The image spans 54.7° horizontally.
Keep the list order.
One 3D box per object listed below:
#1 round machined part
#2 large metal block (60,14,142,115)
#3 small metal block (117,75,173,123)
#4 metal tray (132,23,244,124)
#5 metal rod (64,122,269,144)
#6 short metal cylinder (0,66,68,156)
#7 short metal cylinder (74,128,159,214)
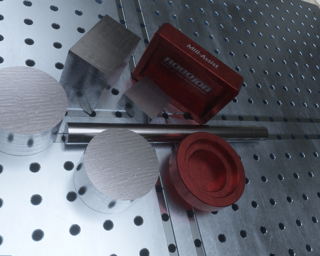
[{"bbox_3d":[0.055,0.057,0.392,0.099,0.042,0.098,14,56,-21],"label":"round machined part"},{"bbox_3d":[-0.075,-0.077,0.379,0.050,0.080,0.080,34,51,-7],"label":"large metal block"},{"bbox_3d":[-0.020,-0.036,0.419,0.050,0.025,0.050,43,51,1],"label":"small metal block"},{"bbox_3d":[0.036,-0.070,0.428,0.130,0.090,0.030,35,51,-6],"label":"metal tray"},{"bbox_3d":[0.028,0.007,0.418,0.303,0.025,0.025,1,62,-28],"label":"metal rod"},{"bbox_3d":[-0.143,-0.018,0.325,0.081,0.050,0.080,14,56,-21],"label":"short metal cylinder"},{"bbox_3d":[-0.048,0.047,0.337,0.081,0.050,0.080,14,56,-21],"label":"short metal cylinder"}]
